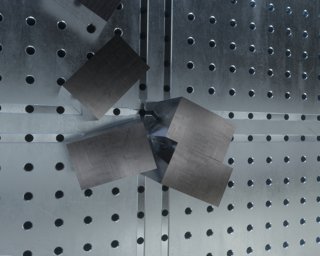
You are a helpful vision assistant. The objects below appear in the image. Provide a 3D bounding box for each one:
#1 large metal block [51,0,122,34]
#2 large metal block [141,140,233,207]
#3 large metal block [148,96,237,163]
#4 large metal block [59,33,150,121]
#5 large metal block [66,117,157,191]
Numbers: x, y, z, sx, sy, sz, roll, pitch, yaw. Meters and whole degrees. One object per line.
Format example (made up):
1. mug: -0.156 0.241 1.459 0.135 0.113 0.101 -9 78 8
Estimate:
1. large metal block: -0.081 -0.175 0.369 0.080 0.050 0.080 33 79 -18
2. large metal block: 0.031 0.055 0.396 0.080 0.080 0.050 26 82 -19
3. large metal block: 0.036 0.003 0.398 0.080 0.080 0.050 25 82 -19
4. large metal block: -0.068 -0.054 0.359 0.050 0.080 0.080 46 76 -15
5. large metal block: -0.050 0.025 0.354 0.080 0.080 0.050 -16 96 0
